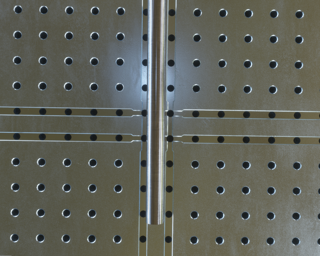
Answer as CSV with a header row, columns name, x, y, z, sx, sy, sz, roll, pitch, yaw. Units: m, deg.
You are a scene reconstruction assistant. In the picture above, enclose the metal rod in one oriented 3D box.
name,x,y,z,sx,sy,sz,roll,pitch,yaw
metal rod,-0.005,-0.024,0.414,0.025,0.025,0.298,1,90,0
